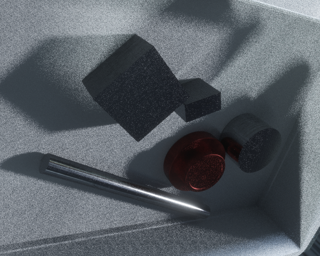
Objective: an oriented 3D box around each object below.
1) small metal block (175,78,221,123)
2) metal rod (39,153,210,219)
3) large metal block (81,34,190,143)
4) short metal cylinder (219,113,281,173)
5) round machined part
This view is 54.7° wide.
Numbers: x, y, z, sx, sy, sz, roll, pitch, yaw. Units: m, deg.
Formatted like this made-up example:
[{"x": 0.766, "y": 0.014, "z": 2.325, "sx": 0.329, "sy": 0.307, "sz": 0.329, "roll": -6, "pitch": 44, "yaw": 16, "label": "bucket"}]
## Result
[{"x": 0.042, "y": -0.037, "z": 0.395, "sx": 0.050, "sy": 0.050, "sz": 0.025, "roll": -21, "pitch": 127, "yaw": -17, "label": "small metal block"}, {"x": -0.028, "y": 0.094, "z": 0.453, "sx": 0.301, "sy": 0.025, "sz": 0.025, "roll": 27, "pitch": 104, "yaw": -38, "label": "metal rod"}, {"x": -0.026, "y": -0.044, "z": 0.352, "sx": 0.080, "sy": 0.050, "sz": 0.080, "roll": -42, "pitch": 130, "yaw": 0, "label": "large metal block"}, {"x": 0.141, "y": 0.023, "z": 0.487, "sx": 0.081, "sy": 0.050, "sz": 0.079, "roll": -14, "pitch": 125, "yaw": -21, "label": "short metal cylinder"}, {"x": 0.059, "y": 0.057, "z": 0.467, "sx": 0.099, "sy": 0.042, "sz": 0.097, "roll": -14, "pitch": 125, "yaw": -21, "label": "round machined part"}]
